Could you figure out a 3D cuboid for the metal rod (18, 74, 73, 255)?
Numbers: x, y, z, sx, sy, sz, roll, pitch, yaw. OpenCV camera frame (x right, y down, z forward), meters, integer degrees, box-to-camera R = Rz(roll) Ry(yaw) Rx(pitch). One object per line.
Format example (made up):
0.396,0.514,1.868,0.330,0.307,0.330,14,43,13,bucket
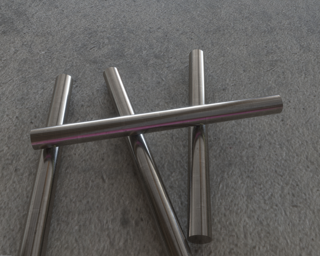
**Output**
-0.131,0.044,0.364,0.025,0.025,0.300,-3,50,-3,metal rod

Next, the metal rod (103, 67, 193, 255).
-0.026,0.026,0.380,0.025,0.025,0.299,-15,52,-12,metal rod

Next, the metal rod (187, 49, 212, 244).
0.050,-0.003,0.406,0.025,0.025,0.300,3,50,2,metal rod

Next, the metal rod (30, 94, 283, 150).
0.003,-0.009,0.376,0.302,0.025,0.025,-9,51,-8,metal rod
